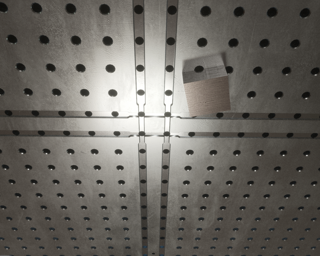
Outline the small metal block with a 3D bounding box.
[{"bbox_3d":[0.057,-0.044,0.375,0.050,0.025,0.050,-10,130,8],"label":"small metal block"}]
